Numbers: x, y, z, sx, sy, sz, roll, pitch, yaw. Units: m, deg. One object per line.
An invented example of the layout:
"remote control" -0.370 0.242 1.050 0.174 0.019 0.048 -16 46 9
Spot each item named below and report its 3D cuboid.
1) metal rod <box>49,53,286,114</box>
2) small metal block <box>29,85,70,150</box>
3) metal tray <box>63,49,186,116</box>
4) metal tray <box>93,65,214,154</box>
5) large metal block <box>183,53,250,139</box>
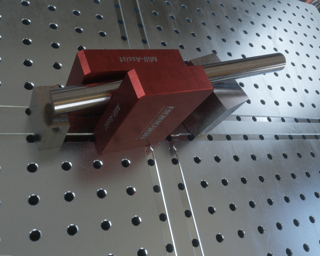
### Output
"metal rod" 0.029 -0.058 0.364 0.303 0.025 0.025 -14 69 -24
"small metal block" -0.121 -0.011 0.334 0.025 0.050 0.050 -9 66 -32
"metal tray" -0.042 -0.056 0.378 0.131 0.090 0.030 -9 68 -33
"metal tray" -0.012 -0.017 0.346 0.091 0.129 0.030 -10 68 -33
"large metal block" 0.062 -0.044 0.434 0.050 0.080 0.080 -25 76 -37
